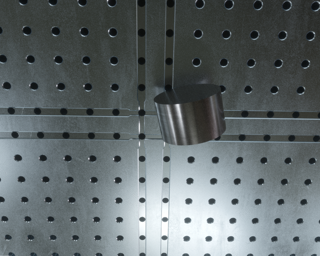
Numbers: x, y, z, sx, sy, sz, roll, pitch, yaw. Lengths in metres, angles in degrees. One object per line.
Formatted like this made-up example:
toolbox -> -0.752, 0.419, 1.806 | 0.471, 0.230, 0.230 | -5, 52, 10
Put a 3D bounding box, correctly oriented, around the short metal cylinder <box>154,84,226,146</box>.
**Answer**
short metal cylinder -> 0.037, -0.019, 0.378 | 0.080, 0.080, 0.050 | -11, 110, 3
